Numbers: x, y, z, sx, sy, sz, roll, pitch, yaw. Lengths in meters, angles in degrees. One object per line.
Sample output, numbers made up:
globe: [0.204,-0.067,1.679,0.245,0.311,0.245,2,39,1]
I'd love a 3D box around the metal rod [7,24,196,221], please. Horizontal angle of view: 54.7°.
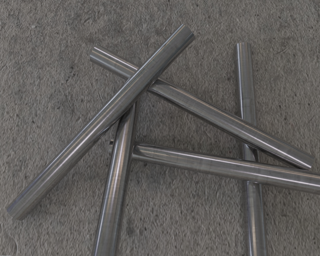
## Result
metal rod: [-0.070,-0.007,0.372,0.025,0.025,0.300,43,90,14]

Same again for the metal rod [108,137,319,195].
metal rod: [0.084,0.047,0.368,0.301,0.025,0.025,9,70,12]

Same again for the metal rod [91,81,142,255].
metal rod: [-0.046,0.047,0.349,0.025,0.025,0.300,4,55,1]

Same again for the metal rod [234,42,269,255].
metal rod: [0.116,0.023,0.400,0.025,0.025,0.299,2,70,1]

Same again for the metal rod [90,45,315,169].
metal rod: [0.045,-0.027,0.388,0.301,0.025,0.025,29,73,8]
